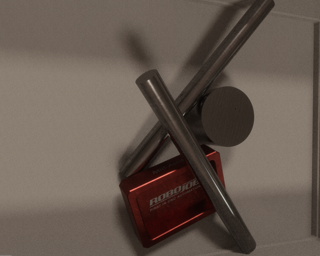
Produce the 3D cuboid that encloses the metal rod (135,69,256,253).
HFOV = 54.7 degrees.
[{"bbox_3d":[0.057,0.060,0.380,0.025,0.025,0.299,-41,119,-15],"label":"metal rod"}]

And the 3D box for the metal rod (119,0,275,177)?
[{"bbox_3d":[0.051,-0.056,0.408,0.025,0.025,0.300,40,85,-16],"label":"metal rod"}]

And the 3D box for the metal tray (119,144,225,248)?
[{"bbox_3d":[0.022,0.087,0.404,0.131,0.030,0.089,-22,115,-19],"label":"metal tray"}]

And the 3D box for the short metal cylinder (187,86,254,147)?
[{"bbox_3d":[0.081,-0.015,0.429,0.081,0.050,0.079,0,90,-21],"label":"short metal cylinder"}]
